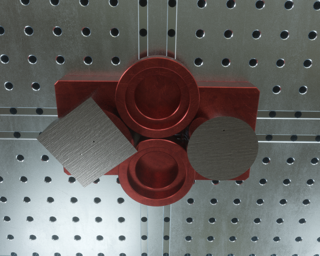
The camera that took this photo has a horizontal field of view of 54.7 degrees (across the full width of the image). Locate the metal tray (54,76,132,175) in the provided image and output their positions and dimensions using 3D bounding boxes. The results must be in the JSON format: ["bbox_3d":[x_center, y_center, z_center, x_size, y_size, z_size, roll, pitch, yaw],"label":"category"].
[{"bbox_3d":[-0.083,-0.002,0.409,0.091,0.030,0.129,0,110,-2],"label":"metal tray"}]

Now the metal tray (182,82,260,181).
[{"bbox_3d":[0.076,0.006,0.411,0.091,0.030,0.129,1,110,-1],"label":"metal tray"}]

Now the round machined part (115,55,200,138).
[{"bbox_3d":[-0.003,-0.040,0.380,0.099,0.042,0.097,0,110,0],"label":"round machined part"}]

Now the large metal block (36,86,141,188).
[{"bbox_3d":[-0.081,0.010,0.371,0.080,0.050,0.080,-35,107,12],"label":"large metal block"}]

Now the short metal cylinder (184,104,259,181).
[{"bbox_3d":[0.071,0.016,0.374,0.081,0.050,0.079,0,110,0],"label":"short metal cylinder"}]

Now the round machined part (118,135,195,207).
[{"bbox_3d":[-0.004,0.052,0.414,0.099,0.042,0.097,0,110,0],"label":"round machined part"}]
